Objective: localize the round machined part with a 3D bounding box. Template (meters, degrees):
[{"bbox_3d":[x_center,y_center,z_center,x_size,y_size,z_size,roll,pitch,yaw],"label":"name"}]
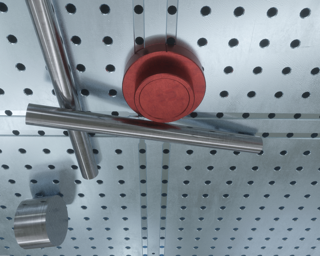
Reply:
[{"bbox_3d":[0.005,-0.045,0.363,0.099,0.042,0.097,-1,130,0],"label":"round machined part"}]

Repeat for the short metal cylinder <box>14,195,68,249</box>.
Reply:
[{"bbox_3d":[-0.190,0.152,0.502,0.050,0.080,0.080,-8,130,6],"label":"short metal cylinder"}]

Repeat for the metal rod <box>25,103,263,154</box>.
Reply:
[{"bbox_3d":[-0.007,0.004,0.395,0.302,0.025,0.025,8,130,-15],"label":"metal rod"}]

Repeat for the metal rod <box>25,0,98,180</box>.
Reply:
[{"bbox_3d":[-0.113,-0.045,0.371,0.025,0.025,0.298,-3,130,2],"label":"metal rod"}]
